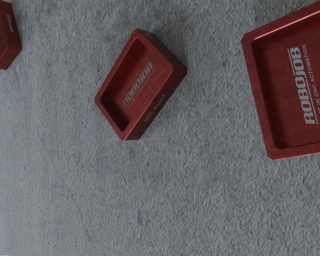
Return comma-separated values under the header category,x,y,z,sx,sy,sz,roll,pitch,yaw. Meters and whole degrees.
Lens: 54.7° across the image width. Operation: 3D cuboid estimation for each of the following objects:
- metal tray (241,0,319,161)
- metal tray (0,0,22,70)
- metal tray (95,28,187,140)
category,x,y,z,sx,sy,sz,roll,pitch,yaw
metal tray,0.136,-0.041,0.289,0.090,0.030,0.129,-17,79,38
metal tray,-0.357,-0.209,0.697,0.090,0.030,0.130,-32,70,35
metal tray,-0.032,-0.057,0.427,0.090,0.030,0.129,52,120,27
